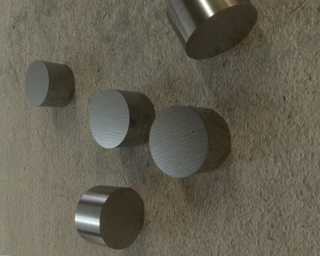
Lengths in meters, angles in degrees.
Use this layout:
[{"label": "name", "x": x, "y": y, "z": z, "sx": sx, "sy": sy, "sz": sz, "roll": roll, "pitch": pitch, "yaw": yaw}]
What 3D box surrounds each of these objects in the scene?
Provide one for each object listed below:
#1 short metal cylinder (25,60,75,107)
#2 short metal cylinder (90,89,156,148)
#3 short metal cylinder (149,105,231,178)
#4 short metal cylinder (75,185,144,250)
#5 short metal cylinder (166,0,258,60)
[{"label": "short metal cylinder", "x": -0.197, "y": -0.077, "z": 0.551, "sx": 0.080, "sy": 0.050, "sz": 0.080, "roll": 0, "pitch": 90, "yaw": 40}, {"label": "short metal cylinder", "x": -0.053, "y": -0.013, "z": 0.433, "sx": 0.080, "sy": 0.050, "sz": 0.080, "roll": 0, "pitch": 90, "yaw": 40}, {"label": "short metal cylinder", "x": 0.034, "y": 0.015, "z": 0.360, "sx": 0.080, "sy": 0.050, "sz": 0.080, "roll": 0, "pitch": 90, "yaw": 40}, {"label": "short metal cylinder", "x": -0.067, "y": 0.120, "z": 0.425, "sx": 0.050, "sy": 0.081, "sz": 0.080, "roll": -5, "pitch": 87, "yaw": 40}, {"label": "short metal cylinder", "x": 0.053, "y": -0.117, "z": 0.325, "sx": 0.080, "sy": 0.081, "sz": 0.050, "roll": -37, "pitch": 67, "yaw": 34}]
